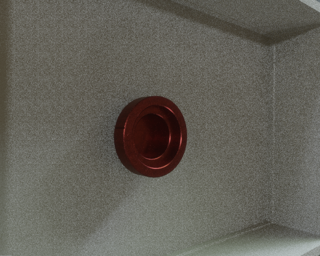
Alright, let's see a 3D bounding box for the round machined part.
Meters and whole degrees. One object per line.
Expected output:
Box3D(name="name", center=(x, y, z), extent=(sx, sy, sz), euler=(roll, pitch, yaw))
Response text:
Box3D(name="round machined part", center=(-0.016, 0.010, 0.384), extent=(0.099, 0.042, 0.097), euler=(0, 90, -40))
